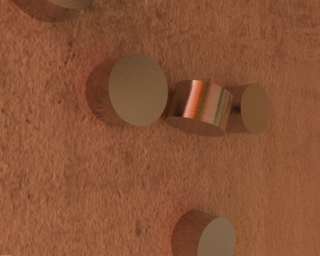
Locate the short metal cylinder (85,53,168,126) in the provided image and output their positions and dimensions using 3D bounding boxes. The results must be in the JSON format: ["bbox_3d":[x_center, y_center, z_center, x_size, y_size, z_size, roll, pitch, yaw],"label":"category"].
[{"bbox_3d":[-0.038,-0.042,0.358,0.081,0.050,0.079,0,90,-40],"label":"short metal cylinder"}]

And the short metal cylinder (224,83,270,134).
[{"bbox_3d":[0.134,-0.031,0.504,0.081,0.050,0.079,0,90,-40],"label":"short metal cylinder"}]

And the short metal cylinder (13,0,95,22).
[{"bbox_3d":[-0.104,-0.150,0.302,0.081,0.050,0.079,0,90,-40],"label":"short metal cylinder"}]

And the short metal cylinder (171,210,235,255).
[{"bbox_3d":[0.063,0.163,0.444,0.081,0.050,0.079,0,90,-40],"label":"short metal cylinder"}]

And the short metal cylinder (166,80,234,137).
[{"bbox_3d":[0.053,-0.024,0.416,0.080,0.080,0.050,25,74,-38],"label":"short metal cylinder"}]
